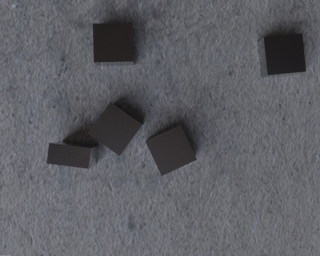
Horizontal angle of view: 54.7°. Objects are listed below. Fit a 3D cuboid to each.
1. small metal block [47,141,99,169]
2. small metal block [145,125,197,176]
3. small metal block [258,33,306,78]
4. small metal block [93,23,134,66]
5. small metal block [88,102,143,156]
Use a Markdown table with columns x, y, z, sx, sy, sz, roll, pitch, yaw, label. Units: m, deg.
| x | y | z | sx | sy | sz | roll | pitch | yaw | label |
| --- | --- | --- | --- | --- | --- | --- | --- | --- | --- |
| -0.109 | 0.033 | 0.396 | 0.050 | 0.050 | 0.025 | 7 | 90 | -1 | small metal block |
| 0.014 | 0.029 | 0.410 | 0.050 | 0.025 | 0.050 | -25 | 90 | -1 | small metal block |
| 0.161 | -0.095 | 0.412 | 0.050 | 0.025 | 0.050 | -6 | 90 | -1 | small metal block |
| -0.060 | -0.110 | 0.409 | 0.050 | 0.025 | 0.050 | -2 | 90 | -1 | small metal block |
| -0.058 | 0.001 | 0.409 | 0.050 | 0.025 | 0.050 | 36 | 90 | -1 | small metal block |
